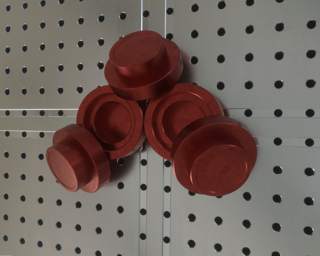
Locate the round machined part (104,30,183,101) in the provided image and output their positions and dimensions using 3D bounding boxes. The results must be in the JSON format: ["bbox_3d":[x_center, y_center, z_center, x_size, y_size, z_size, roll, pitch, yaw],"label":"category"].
[{"bbox_3d":[-0.024,-0.084,0.384,0.098,0.042,0.098,-9,49,12],"label":"round machined part"}]

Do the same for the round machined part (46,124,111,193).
[{"bbox_3d":[-0.116,0.047,0.418,0.098,0.042,0.097,24,130,32],"label":"round machined part"}]

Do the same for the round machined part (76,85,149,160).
[{"bbox_3d":[-0.060,-0.007,0.423,0.098,0.042,0.097,0,90,19],"label":"round machined part"}]

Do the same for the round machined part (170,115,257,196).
[{"bbox_3d":[0.064,0.038,0.352,0.099,0.042,0.097,-4,117,-7],"label":"round machined part"}]

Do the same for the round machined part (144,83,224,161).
[{"bbox_3d":[0.033,-0.006,0.391,0.098,0.042,0.097,0,90,19],"label":"round machined part"}]
